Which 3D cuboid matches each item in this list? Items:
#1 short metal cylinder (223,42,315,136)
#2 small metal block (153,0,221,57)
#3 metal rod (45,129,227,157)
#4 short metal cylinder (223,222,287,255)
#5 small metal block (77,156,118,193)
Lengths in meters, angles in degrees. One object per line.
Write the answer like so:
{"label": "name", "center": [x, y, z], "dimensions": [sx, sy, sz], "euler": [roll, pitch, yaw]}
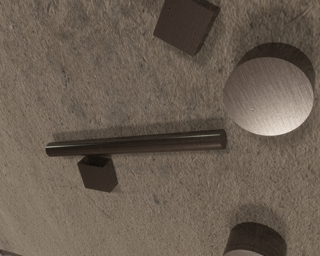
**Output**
{"label": "short metal cylinder", "center": [0.109, -0.039, 0.309], "dimensions": [0.080, 0.050, 0.079], "euler": [13, 124, 20]}
{"label": "small metal block", "center": [0.027, -0.111, 0.323], "dimensions": [0.050, 0.025, 0.050], "euler": [31, 128, 8]}
{"label": "metal rod", "center": [-0.053, 0.025, 0.448], "dimensions": [0.300, 0.025, 0.025], "euler": [-5, 116, 30]}
{"label": "short metal cylinder", "center": [0.132, 0.179, 0.432], "dimensions": [0.080, 0.050, 0.079], "euler": [13, 124, 20]}
{"label": "small metal block", "center": [-0.101, 0.074, 0.504], "dimensions": [0.050, 0.025, 0.050], "euler": [5, 121, 25]}
